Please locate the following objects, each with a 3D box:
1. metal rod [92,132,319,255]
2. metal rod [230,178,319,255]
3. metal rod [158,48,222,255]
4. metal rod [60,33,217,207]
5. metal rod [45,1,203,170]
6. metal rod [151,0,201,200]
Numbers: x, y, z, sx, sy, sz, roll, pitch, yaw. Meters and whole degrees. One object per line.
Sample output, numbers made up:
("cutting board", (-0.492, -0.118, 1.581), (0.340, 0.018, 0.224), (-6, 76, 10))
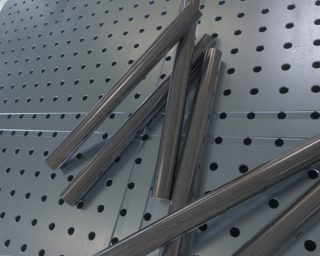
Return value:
("metal rod", (0.066, 0.069, 0.308), (0.301, 0.025, 0.025), (-29, 52, 1))
("metal rod", (0.114, 0.095, 0.289), (0.300, 0.025, 0.025), (-41, 51, 0))
("metal rod", (0.039, 0.028, 0.371), (0.025, 0.025, 0.300), (1, 62, 29))
("metal rod", (-0.026, -0.015, 0.432), (0.300, 0.025, 0.025), (-49, 51, -7))
("metal rod", (-0.057, -0.050, 0.431), (0.299, 0.025, 0.025), (-45, 50, 12))
("metal rod", (0.025, -0.057, 0.406), (0.025, 0.025, 0.299), (-1, 69, 28))
